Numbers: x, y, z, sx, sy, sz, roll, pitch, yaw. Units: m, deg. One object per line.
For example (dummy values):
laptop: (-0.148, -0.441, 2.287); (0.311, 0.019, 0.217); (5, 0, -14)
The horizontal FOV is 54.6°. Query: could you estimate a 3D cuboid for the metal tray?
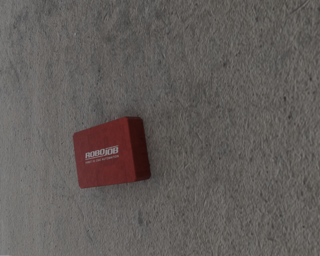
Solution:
metal tray: (-0.077, 0.040, 0.467); (0.130, 0.030, 0.090); (-15, 81, 39)
